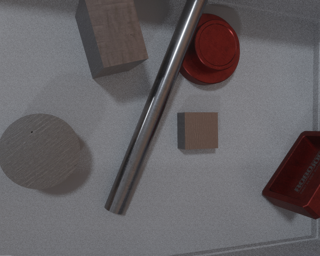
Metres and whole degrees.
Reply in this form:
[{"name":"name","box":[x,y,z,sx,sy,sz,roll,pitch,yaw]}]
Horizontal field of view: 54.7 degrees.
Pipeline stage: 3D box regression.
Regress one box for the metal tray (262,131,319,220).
[{"name":"metal tray","box":[0.223,0.063,0.460,0.030,0.090,0.130,43,76,-16]}]

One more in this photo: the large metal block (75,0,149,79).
[{"name":"large metal block","box":[-0.059,-0.107,0.360,0.050,0.080,0.080,-17,96,-20]}]

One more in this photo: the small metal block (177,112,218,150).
[{"name":"small metal block","box":[0.052,0.003,0.431,0.050,0.025,0.050,-1,91,-21]}]

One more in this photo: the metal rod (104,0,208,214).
[{"name":"metal rod","box":[-0.003,-0.035,0.392,0.025,0.025,0.299,22,89,-19]}]

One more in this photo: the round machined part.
[{"name":"round machined part","box":[0.070,-0.110,0.428,0.099,0.042,0.097,0,90,-21]}]

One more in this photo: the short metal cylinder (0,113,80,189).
[{"name":"short metal cylinder","box":[-0.134,0.024,0.348,0.081,0.050,0.079,0,90,-21]}]
